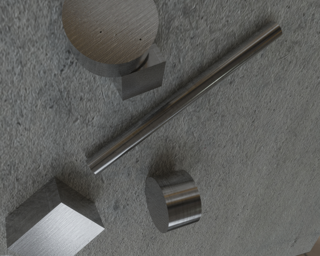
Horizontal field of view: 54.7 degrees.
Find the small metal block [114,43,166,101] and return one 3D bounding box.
[{"bbox_3d":[-0.024,-0.061,0.343,0.050,0.025,0.050,-23,160,-15],"label":"small metal block"}]

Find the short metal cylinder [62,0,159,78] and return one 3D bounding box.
[{"bbox_3d":[-0.045,-0.091,0.286,0.081,0.050,0.080,1,86,-10],"label":"short metal cylinder"}]

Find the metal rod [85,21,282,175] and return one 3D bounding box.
[{"bbox_3d":[0.033,-0.041,0.401,0.301,0.025,0.025,-37,130,-4],"label":"metal rod"}]

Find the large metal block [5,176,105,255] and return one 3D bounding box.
[{"bbox_3d":[-0.133,0.122,0.394,0.080,0.050,0.080,-41,130,-1],"label":"large metal block"}]

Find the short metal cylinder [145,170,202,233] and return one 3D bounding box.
[{"bbox_3d":[0.017,0.104,0.447,0.050,0.080,0.079,-10,123,-23],"label":"short metal cylinder"}]
